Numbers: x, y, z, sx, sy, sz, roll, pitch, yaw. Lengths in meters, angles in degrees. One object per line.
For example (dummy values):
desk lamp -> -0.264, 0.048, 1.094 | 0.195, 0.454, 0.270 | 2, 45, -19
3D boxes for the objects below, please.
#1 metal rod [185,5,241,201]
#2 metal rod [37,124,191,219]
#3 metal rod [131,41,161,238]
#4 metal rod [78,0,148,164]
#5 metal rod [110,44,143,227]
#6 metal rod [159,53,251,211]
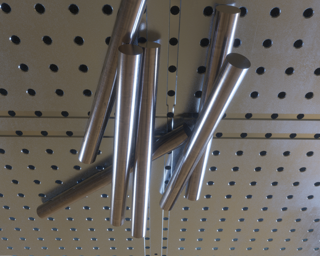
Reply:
metal rod -> 0.061, -0.005, 0.407 | 0.025, 0.025, 0.298 | 2, 130, -2
metal rod -> -0.081, 0.074, 0.473 | 0.300, 0.025, 0.025 | -30, 124, 23
metal rod -> -0.023, 0.037, 0.412 | 0.025, 0.025, 0.298 | 3, 121, -3
metal rod -> -0.054, -0.065, 0.355 | 0.025, 0.025, 0.298 | 15, 129, -13
metal rod -> -0.049, 0.035, 0.407 | 0.025, 0.025, 0.298 | 6, 129, -5
metal rod -> 0.044, 0.031, 0.409 | 0.025, 0.025, 0.298 | 10, 138, -8
